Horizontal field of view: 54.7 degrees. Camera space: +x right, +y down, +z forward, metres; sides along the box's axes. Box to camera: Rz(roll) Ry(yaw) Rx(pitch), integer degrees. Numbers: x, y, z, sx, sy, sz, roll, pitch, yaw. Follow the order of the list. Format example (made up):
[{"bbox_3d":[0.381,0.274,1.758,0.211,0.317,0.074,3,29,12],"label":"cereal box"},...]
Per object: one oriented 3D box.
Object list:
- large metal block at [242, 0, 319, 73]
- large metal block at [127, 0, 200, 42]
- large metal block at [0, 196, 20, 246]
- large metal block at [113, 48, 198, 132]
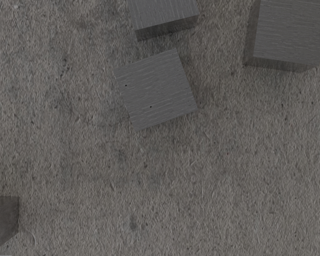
[{"bbox_3d":[0.158,-0.120,0.398,0.080,0.050,0.080,8,90,0],"label":"large metal block"},{"bbox_3d":[-0.001,-0.166,0.397,0.080,0.050,0.080,-14,90,0],"label":"large metal block"},{"bbox_3d":[-0.232,0.117,0.381,0.080,0.080,0.050,3,90,0],"label":"large metal block"},{"bbox_3d":[-0.005,-0.046,0.397,0.080,0.050,0.080,-20,90,0],"label":"large metal block"}]
